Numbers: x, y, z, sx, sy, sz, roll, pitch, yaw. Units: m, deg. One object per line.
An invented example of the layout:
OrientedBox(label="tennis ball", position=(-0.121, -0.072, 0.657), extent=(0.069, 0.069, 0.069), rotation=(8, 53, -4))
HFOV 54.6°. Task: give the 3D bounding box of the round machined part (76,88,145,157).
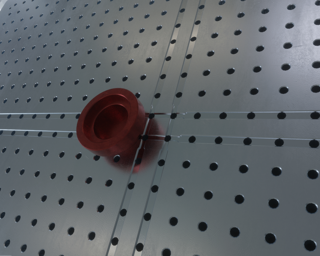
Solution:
OrientedBox(label="round machined part", position=(-0.064, -0.004, 0.435), extent=(0.098, 0.042, 0.098), rotation=(-13, 56, 21))
